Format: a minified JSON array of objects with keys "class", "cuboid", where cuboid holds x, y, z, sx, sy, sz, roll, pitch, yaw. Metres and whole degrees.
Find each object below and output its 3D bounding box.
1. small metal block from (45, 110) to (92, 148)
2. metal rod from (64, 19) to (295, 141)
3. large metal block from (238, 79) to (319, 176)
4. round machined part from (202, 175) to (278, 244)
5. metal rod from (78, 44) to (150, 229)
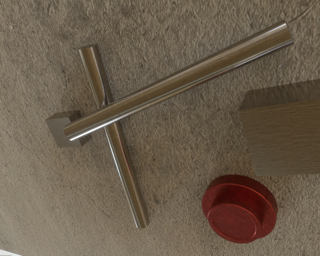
[{"class":"small metal block","cuboid":[-0.142,0.002,0.481,0.050,0.025,0.050,-5,116,30]},{"class":"metal rod","cuboid":[-0.002,-0.042,0.360,0.300,0.025,0.025,-21,107,29]},{"class":"large metal block","cuboid":[0.135,0.001,0.320,0.080,0.050,0.080,-7,115,31]},{"class":"round machined part","cuboid":[0.102,0.114,0.412,0.098,0.042,0.097,13,124,20]},{"class":"metal rod","cuboid":[-0.060,0.028,0.454,0.025,0.025,0.298,1,119,27]}]
